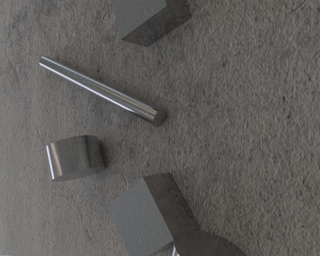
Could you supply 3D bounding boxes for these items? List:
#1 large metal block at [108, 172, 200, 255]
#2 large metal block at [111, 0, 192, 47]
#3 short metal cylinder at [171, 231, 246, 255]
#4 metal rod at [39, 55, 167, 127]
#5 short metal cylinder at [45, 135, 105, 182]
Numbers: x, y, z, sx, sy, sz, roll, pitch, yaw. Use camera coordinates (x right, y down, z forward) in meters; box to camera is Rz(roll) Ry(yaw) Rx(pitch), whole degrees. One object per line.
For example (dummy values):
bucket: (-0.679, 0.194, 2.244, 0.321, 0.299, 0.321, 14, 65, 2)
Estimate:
large metal block: (-0.010, 0.114, 0.395, 0.080, 0.050, 0.080, -45, 63, 32)
large metal block: (-0.015, -0.164, 0.401, 0.080, 0.050, 0.080, -23, 76, 37)
short metal cylinder: (0.048, 0.154, 0.329, 0.080, 0.081, 0.050, 23, 104, 37)
metal rod: (-0.107, -0.068, 0.493, 0.300, 0.025, 0.025, 27, 107, 36)
short metal cylinder: (-0.130, 0.048, 0.476, 0.080, 0.081, 0.050, -26, 74, 37)
